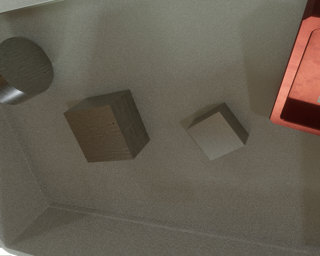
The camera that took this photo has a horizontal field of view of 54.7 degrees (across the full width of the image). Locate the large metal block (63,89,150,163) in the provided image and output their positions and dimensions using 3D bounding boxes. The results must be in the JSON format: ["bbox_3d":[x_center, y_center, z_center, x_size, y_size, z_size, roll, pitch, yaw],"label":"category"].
[{"bbox_3d":[-0.072,-0.001,0.428,0.080,0.050,0.080,-7,115,31],"label":"large metal block"}]

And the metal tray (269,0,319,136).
[{"bbox_3d":[0.155,-0.042,0.267,0.090,0.030,0.129,17,148,17],"label":"metal tray"}]

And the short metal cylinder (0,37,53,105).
[{"bbox_3d":[-0.197,-0.077,0.427,0.050,0.080,0.080,-17,110,34],"label":"short metal cylinder"}]

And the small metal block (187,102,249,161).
[{"bbox_3d":[0.070,0.005,0.374,0.050,0.025,0.050,-32,101,37],"label":"small metal block"}]
